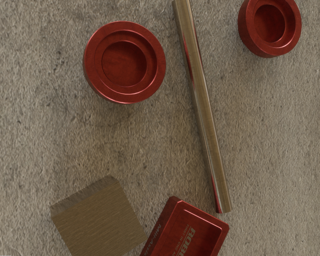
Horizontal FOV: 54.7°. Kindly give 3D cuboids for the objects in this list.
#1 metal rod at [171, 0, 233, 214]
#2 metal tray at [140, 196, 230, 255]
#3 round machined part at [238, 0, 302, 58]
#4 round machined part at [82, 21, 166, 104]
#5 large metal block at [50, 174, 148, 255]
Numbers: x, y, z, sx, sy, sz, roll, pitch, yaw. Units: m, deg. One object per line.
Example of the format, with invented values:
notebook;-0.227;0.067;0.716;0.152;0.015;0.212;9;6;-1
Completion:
metal rod;0.060;-0.028;0.432;0.025;0.025;0.298;-14;95;-20
metal tray;0.027;0.170;0.417;0.090;0.030;0.130;31;80;-18
round machined part;0.156;-0.152;0.459;0.099;0.042;0.097;0;90;-21
round machined part;-0.046;-0.078;0.384;0.099;0.042;0.097;0;90;-21
large metal block;-0.073;0.113;0.370;0.081;0.050;0.080;-28;100;-18
